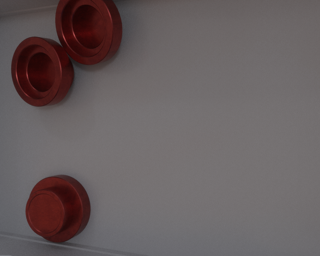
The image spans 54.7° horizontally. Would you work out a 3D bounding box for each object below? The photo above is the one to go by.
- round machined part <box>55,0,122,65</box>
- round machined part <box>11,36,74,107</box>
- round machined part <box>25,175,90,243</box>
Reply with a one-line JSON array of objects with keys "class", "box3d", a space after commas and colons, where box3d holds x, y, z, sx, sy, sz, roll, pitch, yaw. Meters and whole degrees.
[{"class": "round machined part", "box3d": [-0.091, -0.138, 0.422, 0.098, 0.042, 0.097, 12, 115, 26]}, {"class": "round machined part", "box3d": [-0.167, -0.082, 0.454, 0.098, 0.042, 0.097, 4, 100, 26]}, {"class": "round machined part", "box3d": [-0.157, 0.121, 0.457, 0.098, 0.042, 0.097, 0, 90, 20]}]
